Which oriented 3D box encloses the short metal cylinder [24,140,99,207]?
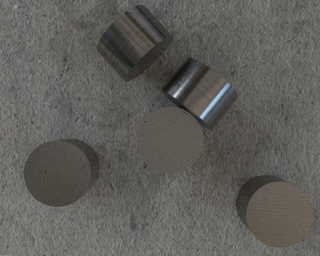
[{"bbox_3d":[-0.123,0.055,0.396,0.081,0.050,0.080,0,90,0],"label":"short metal cylinder"}]

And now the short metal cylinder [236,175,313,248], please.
[{"bbox_3d":[0.144,0.104,0.398,0.081,0.050,0.080,0,90,0],"label":"short metal cylinder"}]

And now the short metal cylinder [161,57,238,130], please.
[{"bbox_3d":[0.048,-0.041,0.383,0.080,0.080,0.050,39,90,0],"label":"short metal cylinder"}]

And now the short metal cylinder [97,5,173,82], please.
[{"bbox_3d":[-0.030,-0.103,0.382,0.080,0.080,0.050,-42,90,0],"label":"short metal cylinder"}]

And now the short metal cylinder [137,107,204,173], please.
[{"bbox_3d":[0.012,0.014,0.397,0.081,0.050,0.080,0,90,0],"label":"short metal cylinder"}]
